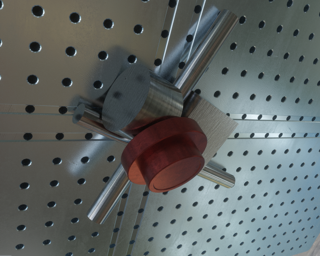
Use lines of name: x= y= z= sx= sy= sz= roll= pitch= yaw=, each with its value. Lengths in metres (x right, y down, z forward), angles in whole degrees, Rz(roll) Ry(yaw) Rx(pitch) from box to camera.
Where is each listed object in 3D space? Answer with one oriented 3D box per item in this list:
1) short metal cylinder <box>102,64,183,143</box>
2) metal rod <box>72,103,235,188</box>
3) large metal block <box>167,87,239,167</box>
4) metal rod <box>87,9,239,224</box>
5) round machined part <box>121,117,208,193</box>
short metal cylinder: x=-0.021 y=-0.024 z=0.350 sx=0.050 sy=0.080 sz=0.080 roll=28 pitch=103 yaw=-38
metal rod: x=0.014 y=0.038 z=0.443 sx=0.301 sy=0.025 sz=0.025 roll=27 pitch=103 yaw=-38
large metal block: x=0.044 y=-0.001 z=0.416 sx=0.080 sy=0.050 sz=0.080 roll=29 pitch=102 yaw=-38
metal rod: x=0.002 y=-0.012 z=0.381 sx=0.025 sy=0.025 sz=0.299 roll=32 pitch=93 yaw=-39
round machined part: x=0.010 y=0.036 z=0.345 sx=0.099 sy=0.042 sz=0.098 roll=-21 pitch=148 yaw=-14
